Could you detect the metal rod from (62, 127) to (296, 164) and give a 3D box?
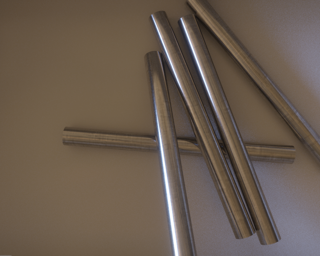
[{"bbox_3d":[0.025,0.023,0.411,0.302,0.025,0.025,5,90,-1],"label":"metal rod"}]

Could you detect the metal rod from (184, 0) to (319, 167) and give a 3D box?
[{"bbox_3d":[0.138,-0.058,0.413,0.025,0.025,0.300,-40,91,0],"label":"metal rod"}]

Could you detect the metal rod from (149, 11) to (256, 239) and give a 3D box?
[{"bbox_3d":[0.050,-0.010,0.391,0.025,0.025,0.299,-21,82,0],"label":"metal rod"}]

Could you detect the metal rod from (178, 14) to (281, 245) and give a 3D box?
[{"bbox_3d":[0.084,-0.005,0.391,0.025,0.025,0.299,-19,82,0],"label":"metal rod"}]

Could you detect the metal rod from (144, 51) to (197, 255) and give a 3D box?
[{"bbox_3d":[0.012,0.041,0.354,0.025,0.025,0.299,-8,67,0],"label":"metal rod"}]
